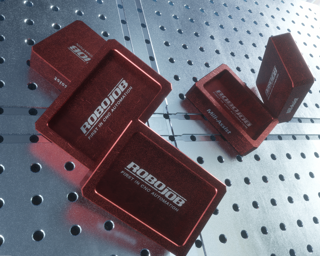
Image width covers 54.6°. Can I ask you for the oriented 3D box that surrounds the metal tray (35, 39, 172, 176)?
[{"bbox_3d":[-0.060,-0.023,0.348,0.090,0.030,0.130,38,79,-3],"label":"metal tray"}]

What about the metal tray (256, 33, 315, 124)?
[{"bbox_3d":[0.190,-0.073,0.488,0.030,0.130,0.090,-14,65,1],"label":"metal tray"}]

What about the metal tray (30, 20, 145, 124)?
[{"bbox_3d":[-0.087,-0.073,0.402,0.130,0.030,0.090,39,51,-1],"label":"metal tray"}]

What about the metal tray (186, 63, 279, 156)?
[{"bbox_3d":[0.115,-0.031,0.484,0.130,0.030,0.091,48,51,5],"label":"metal tray"}]

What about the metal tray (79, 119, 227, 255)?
[{"bbox_3d":[-0.005,0.063,0.325,0.130,0.030,0.090,38,79,-15],"label":"metal tray"}]
